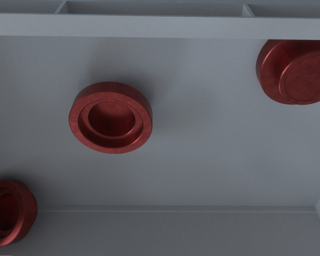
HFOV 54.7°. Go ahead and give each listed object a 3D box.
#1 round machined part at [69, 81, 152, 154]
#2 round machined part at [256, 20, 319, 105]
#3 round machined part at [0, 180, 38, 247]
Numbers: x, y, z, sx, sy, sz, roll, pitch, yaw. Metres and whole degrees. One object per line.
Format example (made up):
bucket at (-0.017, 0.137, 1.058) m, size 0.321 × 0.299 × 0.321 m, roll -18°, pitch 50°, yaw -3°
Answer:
round machined part at (-0.058, -0.016, 0.383) m, size 0.099 × 0.042 × 0.097 m, roll 0°, pitch 130°, yaw 0°
round machined part at (0.161, -0.064, 0.344) m, size 0.099 × 0.042 × 0.097 m, roll 0°, pitch 130°, yaw 0°
round machined part at (-0.232, 0.130, 0.482) m, size 0.098 × 0.098 × 0.042 m, roll -22°, pitch 163°, yaw 17°
